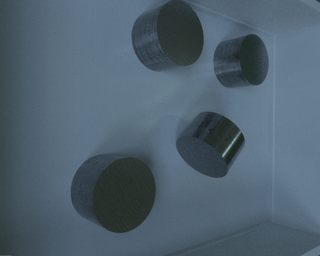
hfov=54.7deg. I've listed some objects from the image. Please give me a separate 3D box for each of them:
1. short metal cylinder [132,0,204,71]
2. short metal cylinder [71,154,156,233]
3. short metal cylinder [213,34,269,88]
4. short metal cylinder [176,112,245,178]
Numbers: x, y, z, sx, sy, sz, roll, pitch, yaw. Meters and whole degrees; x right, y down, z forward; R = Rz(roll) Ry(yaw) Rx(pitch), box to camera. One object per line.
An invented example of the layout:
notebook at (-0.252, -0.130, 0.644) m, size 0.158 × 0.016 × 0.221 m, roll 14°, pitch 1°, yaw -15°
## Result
short metal cylinder at (0.011, -0.117, 0.401) m, size 0.081 × 0.050 × 0.079 m, roll 0°, pitch 90°, yaw -40°
short metal cylinder at (-0.052, 0.071, 0.349) m, size 0.081 × 0.050 × 0.079 m, roll 0°, pitch 90°, yaw -40°
short metal cylinder at (0.133, -0.107, 0.504) m, size 0.081 × 0.050 × 0.079 m, roll 0°, pitch 90°, yaw -40°
short metal cylinder at (0.070, 0.024, 0.432) m, size 0.050 × 0.080 × 0.080 m, roll -49°, pitch 120°, yaw -29°
